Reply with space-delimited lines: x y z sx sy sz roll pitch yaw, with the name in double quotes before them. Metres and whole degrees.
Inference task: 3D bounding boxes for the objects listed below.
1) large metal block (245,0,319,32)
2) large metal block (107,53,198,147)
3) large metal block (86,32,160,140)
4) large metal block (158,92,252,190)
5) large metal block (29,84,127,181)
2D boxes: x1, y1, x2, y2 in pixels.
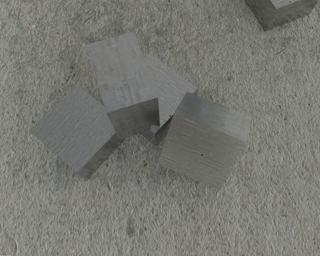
"large metal block" 0.183 -0.206 0.471 0.080 0.050 0.080 -23 72 -8
"large metal block" -0.009 -0.037 0.407 0.080 0.050 0.080 39 75 14
"large metal block" -0.037 -0.043 0.341 0.050 0.080 0.080 -18 70 -5
"large metal block" 0.051 0.015 0.366 0.080 0.079 0.050 22 39 7
"large metal block" -0.099 0.007 0.392 0.080 0.050 0.080 38 74 12
